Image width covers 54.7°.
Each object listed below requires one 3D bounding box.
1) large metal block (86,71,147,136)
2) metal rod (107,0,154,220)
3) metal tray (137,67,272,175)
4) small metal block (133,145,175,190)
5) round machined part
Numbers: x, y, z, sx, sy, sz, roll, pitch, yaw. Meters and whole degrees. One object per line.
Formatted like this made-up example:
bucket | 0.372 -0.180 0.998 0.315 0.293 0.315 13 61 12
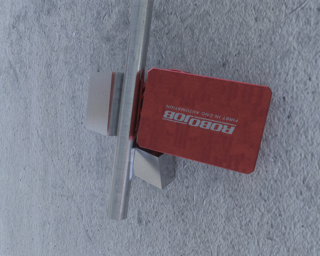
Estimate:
large metal block | -0.062 -0.034 0.427 0.080 0.050 0.079 13 99 57
metal rod | -0.035 -0.036 0.381 0.025 0.025 0.298 10 94 39
metal tray | 0.046 -0.011 0.337 0.130 0.030 0.089 13 100 18
small metal block | -0.010 0.044 0.402 0.050 0.025 0.050 20 129 38
round machined part | 0.010 -0.025 0.387 0.098 0.042 0.097 0 90 40
